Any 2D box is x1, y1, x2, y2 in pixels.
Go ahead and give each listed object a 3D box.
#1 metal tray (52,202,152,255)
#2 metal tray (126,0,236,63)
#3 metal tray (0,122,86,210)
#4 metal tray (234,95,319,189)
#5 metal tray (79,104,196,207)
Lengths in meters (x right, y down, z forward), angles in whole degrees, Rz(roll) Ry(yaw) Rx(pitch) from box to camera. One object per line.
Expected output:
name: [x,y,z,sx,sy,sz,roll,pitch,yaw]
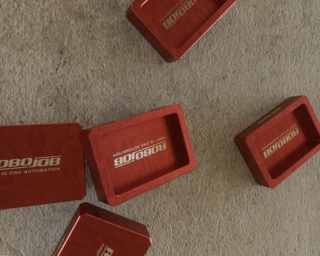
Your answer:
metal tray: [-0.080,0.162,0.361,0.090,0.030,0.129,28,94,-18]
metal tray: [0.030,-0.163,0.416,0.090,0.030,0.130,46,76,-14]
metal tray: [-0.154,0.041,0.350,0.131,0.030,0.089,-3,91,-20]
metal tray: [0.187,0.019,0.475,0.131,0.030,0.090,-33,101,-17]
metal tray: [-0.022,0.029,0.381,0.131,0.030,0.089,-19,98,-33]
